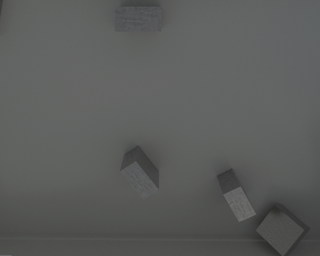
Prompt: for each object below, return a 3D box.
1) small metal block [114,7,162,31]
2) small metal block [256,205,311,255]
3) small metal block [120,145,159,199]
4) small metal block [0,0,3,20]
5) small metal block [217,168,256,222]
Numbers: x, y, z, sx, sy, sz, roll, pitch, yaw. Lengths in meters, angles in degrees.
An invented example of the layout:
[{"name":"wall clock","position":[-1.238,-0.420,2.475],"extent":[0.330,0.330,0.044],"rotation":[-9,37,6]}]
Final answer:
[{"name":"small metal block","position":[-0.023,-0.124,0.352],"extent":[0.050,0.050,0.025],"rotation":[0,110,0]},{"name":"small metal block","position":[0.178,0.148,0.451],"extent":[0.025,0.050,0.050],"rotation":[12,113,-46]},{"name":"small metal block","position":[-0.026,0.059,0.419],"extent":[0.025,0.050,0.050],"rotation":[-33,107,11]},{"name":"small metal block","position":[-0.216,-0.138,0.358],"extent":[0.050,0.025,0.050],"rotation":[17,109,-7]},{"name":"small metal block","position":[0.106,0.093,0.433],"extent":[0.025,0.050,0.050],"rotation":[-28,108,10]}]
